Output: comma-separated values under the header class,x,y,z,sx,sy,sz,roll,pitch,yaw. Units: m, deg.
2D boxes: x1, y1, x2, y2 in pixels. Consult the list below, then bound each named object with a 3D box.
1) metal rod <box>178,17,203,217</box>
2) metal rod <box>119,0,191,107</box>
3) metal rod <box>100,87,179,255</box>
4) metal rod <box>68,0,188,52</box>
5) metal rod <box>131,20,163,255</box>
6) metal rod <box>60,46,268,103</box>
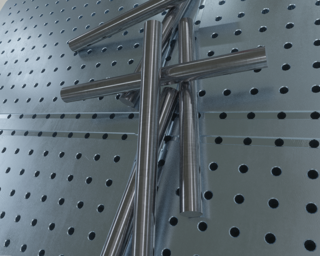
class,x,y,z,sx,sy,sz,roll,pitch,yaw
metal rod,0.037,-0.036,0.411,0.025,0.025,0.300,-12,56,22
metal rod,0.014,-0.166,0.503,0.025,0.025,0.300,14,69,34
metal rod,-0.031,0.081,0.375,0.025,0.025,0.300,6,64,31
metal rod,-0.038,-0.190,0.522,0.300,0.025,0.025,-15,56,29
metal rod,-0.014,0.007,0.370,0.025,0.025,0.299,-6,72,25
metal rod,-0.011,-0.067,0.422,0.300,0.025,0.025,-7,59,25
